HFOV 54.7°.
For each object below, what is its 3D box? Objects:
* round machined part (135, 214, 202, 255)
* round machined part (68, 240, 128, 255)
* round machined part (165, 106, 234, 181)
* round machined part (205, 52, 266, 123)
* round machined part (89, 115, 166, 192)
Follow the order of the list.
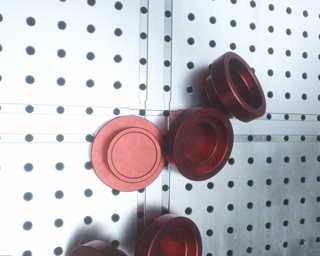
[{"bbox_3d":[0.007,0.160,0.396,0.099,0.042,0.097,3,86,-43],"label":"round machined part"},{"bbox_3d":[-0.065,0.180,0.361,0.042,0.098,0.097,-2,91,-56],"label":"round machined part"},{"bbox_3d":[0.048,0.018,0.414,0.099,0.042,0.097,-8,105,-30],"label":"round machined part"},{"bbox_3d":[0.100,-0.052,0.426,0.098,0.042,0.098,27,50,-36],"label":"round machined part"},{"bbox_3d":[-0.037,0.033,0.391,0.099,0.042,0.097,0,90,-20],"label":"round machined part"}]
